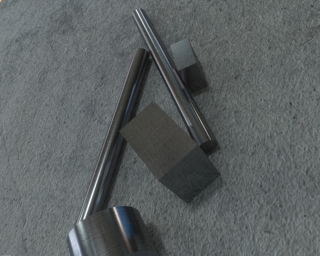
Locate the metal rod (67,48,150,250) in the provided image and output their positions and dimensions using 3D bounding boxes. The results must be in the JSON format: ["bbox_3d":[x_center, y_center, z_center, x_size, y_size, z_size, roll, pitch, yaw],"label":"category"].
[{"bbox_3d":[-0.062,0.014,0.426,0.025,0.025,0.300,1,62,28],"label":"metal rod"}]

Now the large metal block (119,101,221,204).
[{"bbox_3d":[0.012,0.028,0.344,0.050,0.080,0.080,-43,51,-1],"label":"large metal block"}]

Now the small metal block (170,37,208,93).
[{"bbox_3d":[0.040,-0.084,0.417,0.025,0.050,0.050,-22,54,14],"label":"small metal block"}]

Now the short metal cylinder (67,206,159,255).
[{"bbox_3d":[-0.048,0.125,0.316,0.080,0.080,0.050,-35,52,5],"label":"short metal cylinder"}]

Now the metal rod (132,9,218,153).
[{"bbox_3d":[0.010,-0.088,0.451,0.025,0.025,0.299,-30,52,9],"label":"metal rod"}]
